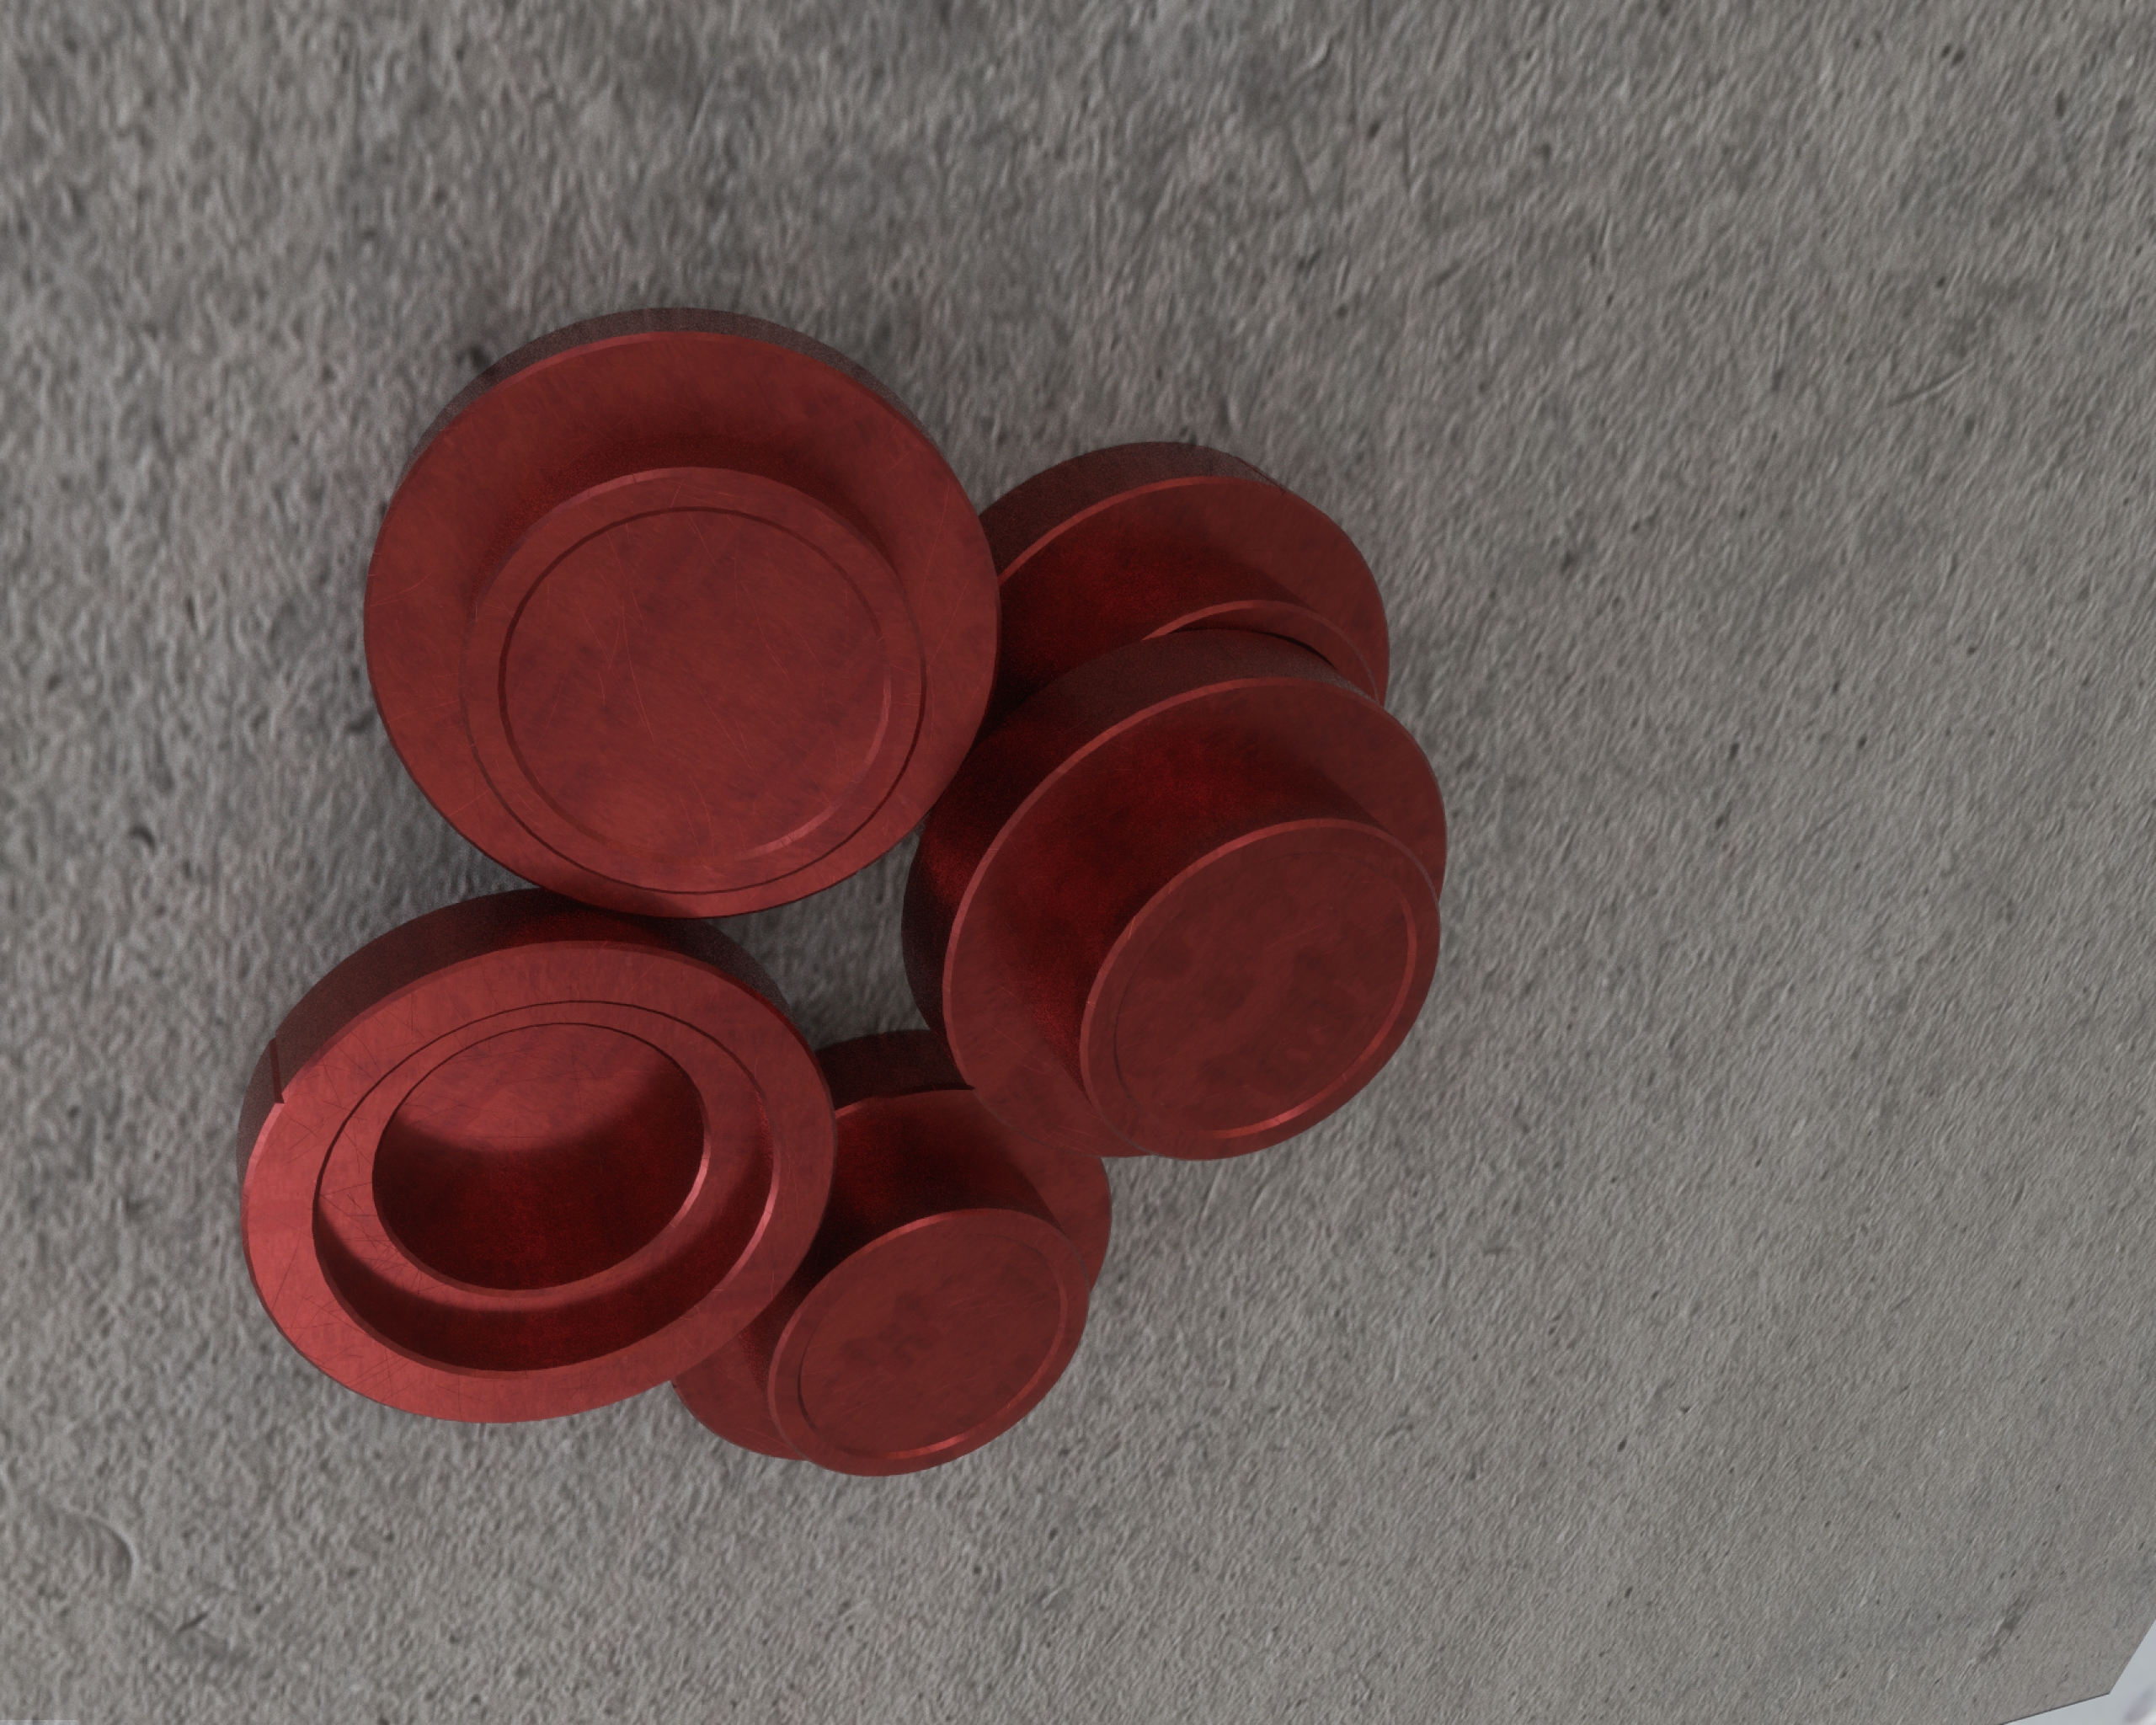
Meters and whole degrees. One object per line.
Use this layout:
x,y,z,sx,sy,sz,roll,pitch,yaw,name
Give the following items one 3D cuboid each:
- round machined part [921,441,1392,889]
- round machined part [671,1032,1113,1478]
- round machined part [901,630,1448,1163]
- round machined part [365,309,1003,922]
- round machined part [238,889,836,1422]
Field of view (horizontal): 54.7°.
0.017,-0.025,0.389,0.099,0.042,0.097,-14,124,-21,round machined part
-0.037,0.087,0.429,0.099,0.042,0.097,-14,124,-21,round machined part
0.023,0.013,0.361,0.099,0.042,0.097,-14,126,-21,round machined part
-0.060,-0.034,0.327,0.099,0.042,0.097,-5,116,-11,round machined part
-0.096,0.047,0.369,0.099,0.042,0.097,-11,120,-19,round machined part
